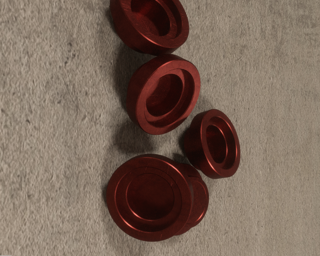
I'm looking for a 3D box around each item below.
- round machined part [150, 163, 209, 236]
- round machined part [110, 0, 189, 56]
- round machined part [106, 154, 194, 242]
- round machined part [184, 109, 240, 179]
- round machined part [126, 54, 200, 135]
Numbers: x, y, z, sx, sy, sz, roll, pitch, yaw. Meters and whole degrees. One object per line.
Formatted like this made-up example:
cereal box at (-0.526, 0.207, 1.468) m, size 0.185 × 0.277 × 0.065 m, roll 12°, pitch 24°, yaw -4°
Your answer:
round machined part at (0.029, 0.097, 0.420) m, size 0.099 × 0.042 × 0.097 m, roll 0°, pitch 90°, yaw -40°
round machined part at (-0.016, -0.129, 0.369) m, size 0.099 × 0.042 × 0.098 m, roll 16°, pitch 61°, yaw -32°
round machined part at (-0.009, 0.078, 0.364) m, size 0.042 × 0.098 × 0.097 m, roll -28°, pitch 113°, yaw -77°
round machined part at (0.072, 0.025, 0.446) m, size 0.099 × 0.042 × 0.098 m, roll 20°, pitch 62°, yaw -43°
round machined part at (0.000, -0.044, 0.378) m, size 0.099 × 0.042 × 0.097 m, roll -25°, pitch 134°, yaw -29°
